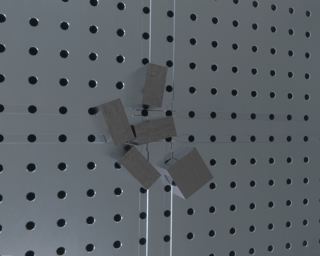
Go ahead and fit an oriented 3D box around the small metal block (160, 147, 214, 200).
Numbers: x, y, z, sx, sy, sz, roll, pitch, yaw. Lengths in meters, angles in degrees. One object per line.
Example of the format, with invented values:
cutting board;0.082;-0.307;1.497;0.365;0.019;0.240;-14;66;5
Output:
small metal block;0.037;0.061;0.426;0.050;0.025;0.050;-35;102;-17

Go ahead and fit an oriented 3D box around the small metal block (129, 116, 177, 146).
small metal block;-0.013;0.003;0.394;0.050;0.050;0.025;-14;95;-19

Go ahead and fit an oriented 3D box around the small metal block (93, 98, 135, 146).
small metal block;-0.057;-0.007;0.378;0.025;0.050;0.050;-22;98;-19

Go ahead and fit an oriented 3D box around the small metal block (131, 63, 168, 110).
small metal block;-0.014;-0.051;0.394;0.025;0.050;0.050;10;87;-20

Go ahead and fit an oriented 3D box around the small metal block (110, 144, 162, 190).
small metal block;-0.031;0.047;0.388;0.025;0.050;0.050;-45;104;-14
